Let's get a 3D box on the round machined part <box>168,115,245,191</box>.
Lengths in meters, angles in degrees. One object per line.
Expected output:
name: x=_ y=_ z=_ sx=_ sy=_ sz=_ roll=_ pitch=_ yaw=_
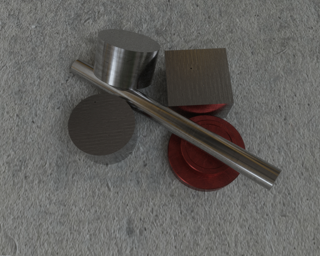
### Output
round machined part: x=0.059 y=0.028 z=0.390 sx=0.099 sy=0.042 sz=0.098 roll=0 pitch=70 yaw=0

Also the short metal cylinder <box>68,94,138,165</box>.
short metal cylinder: x=-0.070 y=0.003 z=0.395 sx=0.081 sy=0.050 sz=0.080 roll=0 pitch=70 yaw=0

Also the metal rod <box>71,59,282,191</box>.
metal rod: x=0.001 y=-0.016 z=0.379 sx=0.300 sy=0.025 sz=0.025 roll=31 pitch=72 yaw=24

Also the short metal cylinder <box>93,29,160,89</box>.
short metal cylinder: x=-0.044 y=-0.092 z=0.409 sx=0.081 sy=0.050 sz=0.080 roll=12 pitch=31 yaw=-7

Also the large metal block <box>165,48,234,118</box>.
large metal block: x=0.048 y=-0.057 z=0.415 sx=0.081 sy=0.050 sz=0.080 roll=-3 pitch=70 yaw=-1
